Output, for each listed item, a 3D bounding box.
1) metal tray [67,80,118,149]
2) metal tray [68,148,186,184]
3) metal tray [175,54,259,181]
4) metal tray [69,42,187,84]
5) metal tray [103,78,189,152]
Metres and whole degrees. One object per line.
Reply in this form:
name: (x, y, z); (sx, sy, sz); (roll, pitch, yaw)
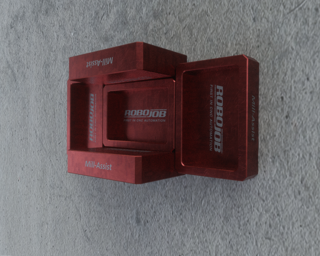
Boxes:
metal tray: (-0.108, -0.017, 0.490); (0.090, 0.030, 0.129); (1, 90, 39)
metal tray: (-0.044, 0.043, 0.396); (0.130, 0.091, 0.030); (1, 91, 39)
metal tray: (0.062, -0.011, 0.350); (0.090, 0.030, 0.129); (1, 90, 39)
metal tray: (-0.042, -0.077, 0.397); (0.130, 0.091, 0.030); (1, 91, 39)
metal tray: (-0.024, -0.017, 0.420); (0.130, 0.030, 0.089); (1, 91, 39)
